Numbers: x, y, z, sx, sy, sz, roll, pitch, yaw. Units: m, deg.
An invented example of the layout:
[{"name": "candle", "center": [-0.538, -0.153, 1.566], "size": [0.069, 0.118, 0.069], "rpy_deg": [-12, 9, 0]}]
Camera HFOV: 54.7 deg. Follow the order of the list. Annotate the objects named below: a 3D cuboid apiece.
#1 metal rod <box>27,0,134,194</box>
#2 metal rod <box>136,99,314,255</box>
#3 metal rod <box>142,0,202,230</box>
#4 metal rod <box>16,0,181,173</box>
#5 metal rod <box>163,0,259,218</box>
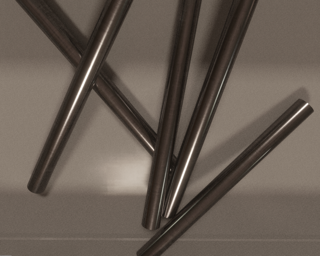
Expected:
[{"name": "metal rod", "center": [-0.105, -0.030, 0.376], "size": [0.025, 0.025, 0.298], "rpy_deg": [27, 116, -10]}, {"name": "metal rod", "center": [0.084, 0.075, 0.414], "size": [0.300, 0.025, 0.025], "rpy_deg": [-44, 105, 4]}, {"name": "metal rod", "center": [0.012, -0.012, 0.387], "size": [0.025, 0.025, 0.298], "rpy_deg": [9, 102, -4]}, {"name": "metal rod", "center": [-0.068, -0.049, 0.392], "size": [0.025, 0.025, 0.300], "rpy_deg": [-36, 107, 12]}, {"name": "metal rod", "center": [0.051, -0.013, 0.373], "size": [0.025, 0.025, 0.298], "rpy_deg": [15, 114, -6]}]
